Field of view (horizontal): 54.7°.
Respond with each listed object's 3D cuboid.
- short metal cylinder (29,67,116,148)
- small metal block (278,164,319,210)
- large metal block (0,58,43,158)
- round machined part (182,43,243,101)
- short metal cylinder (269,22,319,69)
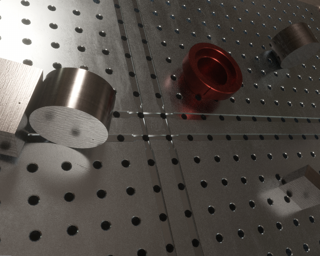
[{"bbox_3d":[-0.092,-0.019,0.336,0.081,0.080,0.050,18,55,-18],"label":"short metal cylinder"},{"bbox_3d":[0.215,0.088,0.457,0.050,0.050,0.025,43,51,1],"label":"small metal block"},{"bbox_3d":[-0.171,-0.025,0.309,0.081,0.050,0.080,15,55,-11],"label":"large metal block"},{"bbox_3d":[0.079,-0.084,0.493,0.099,0.042,0.098,14,56,-21],"label":"round machined part"},{"bbox_3d":[0.269,-0.164,0.622,0.081,0.080,0.050,-7,66,-32],"label":"short metal cylinder"}]
